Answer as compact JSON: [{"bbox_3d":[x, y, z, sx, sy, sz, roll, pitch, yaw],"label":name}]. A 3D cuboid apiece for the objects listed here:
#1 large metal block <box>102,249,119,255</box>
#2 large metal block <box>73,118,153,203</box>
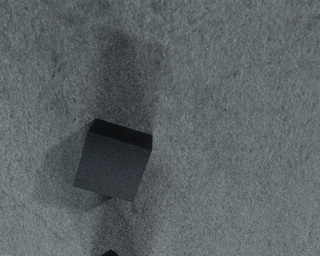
[{"bbox_3d":[-0.070,0.250,0.472,0.050,0.080,0.080,-40,106,13],"label":"large metal block"},{"bbox_3d":[-0.061,0.042,0.411,0.080,0.050,0.079,17,109,-7],"label":"large metal block"}]
